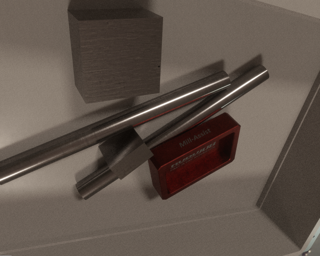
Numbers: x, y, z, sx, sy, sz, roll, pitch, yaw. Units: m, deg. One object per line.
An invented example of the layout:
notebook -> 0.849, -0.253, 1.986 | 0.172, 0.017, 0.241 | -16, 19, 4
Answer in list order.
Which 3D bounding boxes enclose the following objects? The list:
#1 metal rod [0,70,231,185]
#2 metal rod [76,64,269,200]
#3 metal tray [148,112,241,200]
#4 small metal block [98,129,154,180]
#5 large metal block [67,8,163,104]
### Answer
metal rod -> -0.046, -0.007, 0.380 | 0.302, 0.025, 0.025 | -24, 127, -14
metal rod -> 0.022, 0.002, 0.423 | 0.301, 0.025, 0.025 | -33, 129, -7
metal tray -> 0.050, 0.041, 0.441 | 0.131, 0.030, 0.090 | -26, 143, -16
small metal block -> -0.043, 0.028, 0.388 | 0.050, 0.050, 0.025 | -37, 129, -4
large metal block -> -0.046, -0.077, 0.321 | 0.081, 0.050, 0.079 | -11, 123, -23
